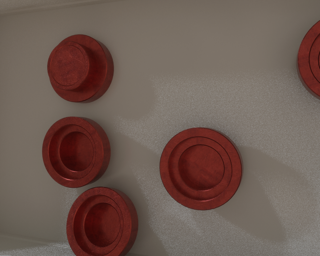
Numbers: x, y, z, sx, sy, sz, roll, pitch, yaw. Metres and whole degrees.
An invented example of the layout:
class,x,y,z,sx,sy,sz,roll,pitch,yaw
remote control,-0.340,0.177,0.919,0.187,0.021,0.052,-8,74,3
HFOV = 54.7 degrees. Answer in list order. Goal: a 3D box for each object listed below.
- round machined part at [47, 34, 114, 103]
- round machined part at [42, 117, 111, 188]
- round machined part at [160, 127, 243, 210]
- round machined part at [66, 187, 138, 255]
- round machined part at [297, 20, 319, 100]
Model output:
class,x,y,z,sx,sy,sz,roll,pitch,yaw
round machined part,-0.120,-0.085,0.442,0.098,0.042,0.097,0,90,19
round machined part,-0.113,0.033,0.440,0.098,0.042,0.097,0,90,19
round machined part,0.053,0.048,0.382,0.098,0.042,0.097,0,90,19
round machined part,-0.073,0.130,0.418,0.098,0.042,0.098,-6,73,21
round machined part,0.200,-0.072,0.331,0.098,0.042,0.097,0,90,19
